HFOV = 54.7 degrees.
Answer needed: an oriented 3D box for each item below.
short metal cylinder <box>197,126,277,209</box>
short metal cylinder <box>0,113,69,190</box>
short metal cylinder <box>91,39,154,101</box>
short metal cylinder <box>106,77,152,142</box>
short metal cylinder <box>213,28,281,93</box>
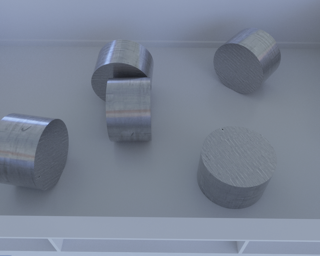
[{"bbox_3d":[0.085,0.044,0.352,0.080,0.050,0.080,0,50,0],"label":"short metal cylinder"},{"bbox_3d":[-0.143,0.026,0.346,0.050,0.080,0.080,8,51,6],"label":"short metal cylinder"},{"bbox_3d":[-0.051,-0.075,0.432,0.080,0.080,0.050,2,50,2],"label":"short metal cylinder"},{"bbox_3d":[-0.036,-0.023,0.388,0.050,0.080,0.080,-1,50,-1],"label":"short metal cylinder"},{"bbox_3d":[0.126,-0.098,0.452,0.080,0.080,0.050,34,58,25],"label":"short metal cylinder"}]
